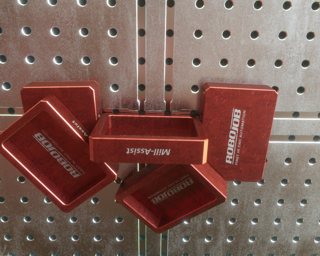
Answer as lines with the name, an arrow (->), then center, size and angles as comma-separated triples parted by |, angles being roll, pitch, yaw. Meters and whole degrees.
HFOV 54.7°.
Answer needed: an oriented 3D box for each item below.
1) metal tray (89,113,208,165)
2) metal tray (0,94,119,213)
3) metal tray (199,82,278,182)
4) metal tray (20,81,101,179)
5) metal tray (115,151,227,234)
metal tray -> -0.013, 0.010, 0.381 | 0.131, 0.090, 0.030 | 1, 110, -1
metal tray -> -0.126, 0.035, 0.388 | 0.090, 0.030, 0.130 | -36, 107, 11
metal tray -> 0.097, 0.007, 0.414 | 0.091, 0.030, 0.129 | 3, 110, -2
metal tray -> -0.124, 0.005, 0.411 | 0.091, 0.030, 0.129 | -1, 111, 0
metal tray -> 0.014, 0.087, 0.423 | 0.130, 0.030, 0.090 | -37, 108, 30
